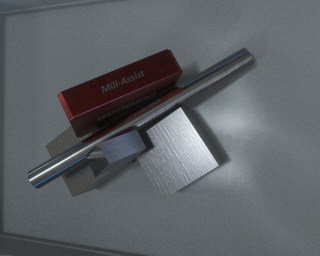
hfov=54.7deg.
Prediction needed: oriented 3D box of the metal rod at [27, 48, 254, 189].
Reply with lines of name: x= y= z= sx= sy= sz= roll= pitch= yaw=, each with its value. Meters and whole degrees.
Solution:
metal rod: x=-0.024 y=-0.011 z=0.377 sx=0.301 sy=0.025 sz=0.025 roll=-30 pitch=80 yaw=2

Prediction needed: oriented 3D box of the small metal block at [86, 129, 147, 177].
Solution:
small metal block: x=-0.052 y=0.030 z=0.361 sx=0.025 sy=0.050 sz=0.050 roll=61 pitch=144 yaw=10

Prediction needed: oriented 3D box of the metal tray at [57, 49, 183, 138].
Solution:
metal tray: x=-0.045 y=-0.037 z=0.361 sx=0.131 sy=0.090 sz=0.030 roll=-25 pitch=82 yaw=-15

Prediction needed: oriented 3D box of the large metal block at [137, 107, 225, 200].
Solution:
large metal block: x=0.022 y=0.031 z=0.387 sx=0.080 sy=0.050 sz=0.080 roll=-35 pitch=79 yaw=16

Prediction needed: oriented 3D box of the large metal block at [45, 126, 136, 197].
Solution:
large metal block: x=-0.095 y=0.035 z=0.426 sx=0.080 sy=0.050 sz=0.080 roll=-35 pitch=79 yaw=16
